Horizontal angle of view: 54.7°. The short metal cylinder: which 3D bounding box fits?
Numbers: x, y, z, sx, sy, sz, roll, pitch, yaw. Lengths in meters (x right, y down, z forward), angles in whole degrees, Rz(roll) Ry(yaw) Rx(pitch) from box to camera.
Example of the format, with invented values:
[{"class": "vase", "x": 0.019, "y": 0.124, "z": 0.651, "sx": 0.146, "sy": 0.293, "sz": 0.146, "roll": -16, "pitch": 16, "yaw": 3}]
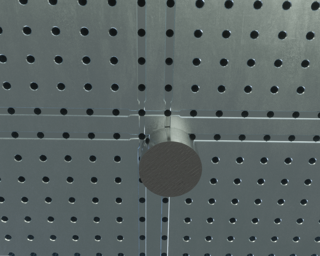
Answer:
[{"class": "short metal cylinder", "x": 0.013, "y": 0.045, "z": 0.417, "sx": 0.081, "sy": 0.050, "sz": 0.079, "roll": 0, "pitch": 110, "yaw": -1}]
